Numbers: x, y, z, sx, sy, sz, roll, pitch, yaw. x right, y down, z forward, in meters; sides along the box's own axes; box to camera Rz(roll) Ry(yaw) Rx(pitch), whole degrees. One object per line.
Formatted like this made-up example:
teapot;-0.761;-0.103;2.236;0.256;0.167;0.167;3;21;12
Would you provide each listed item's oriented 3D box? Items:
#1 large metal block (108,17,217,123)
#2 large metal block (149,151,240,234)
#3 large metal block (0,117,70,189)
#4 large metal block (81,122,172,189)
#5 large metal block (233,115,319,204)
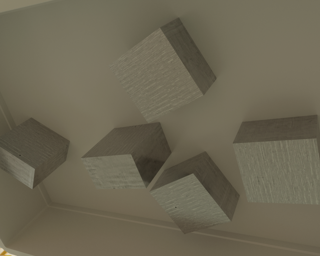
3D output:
large metal block;0.003;-0.063;0.350;0.080;0.050;0.080;-26;105;36
large metal block;0.047;0.090;0.422;0.080;0.050;0.080;-31;102;37
large metal block;-0.209;0.039;0.504;0.080;0.080;0.050;30;128;8
large metal block;-0.043;0.037;0.417;0.080;0.080;0.050;-7;115;31
large metal block;0.135;0.036;0.344;0.080;0.050;0.080;-6;116;30
